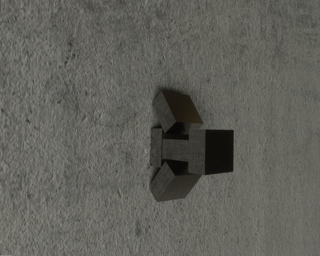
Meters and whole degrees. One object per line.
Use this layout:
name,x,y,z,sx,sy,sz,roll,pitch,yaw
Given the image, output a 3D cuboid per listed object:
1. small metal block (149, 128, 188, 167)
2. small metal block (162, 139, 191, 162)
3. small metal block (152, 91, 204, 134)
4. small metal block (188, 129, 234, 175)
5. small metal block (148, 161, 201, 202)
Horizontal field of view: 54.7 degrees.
small metal block,0.013,0.026,0.420,0.050,0.025,0.050,3,88,-40
small metal block,0.038,0.027,0.391,0.050,0.050,0.025,3,88,-40
small metal block,0.023,-0.020,0.412,0.050,0.025,0.050,3,52,-40
small metal block,0.060,0.027,0.361,0.050,0.025,0.050,1,89,-40
small metal block,0.021,0.070,0.410,0.050,0.025,0.050,3,129,-40
